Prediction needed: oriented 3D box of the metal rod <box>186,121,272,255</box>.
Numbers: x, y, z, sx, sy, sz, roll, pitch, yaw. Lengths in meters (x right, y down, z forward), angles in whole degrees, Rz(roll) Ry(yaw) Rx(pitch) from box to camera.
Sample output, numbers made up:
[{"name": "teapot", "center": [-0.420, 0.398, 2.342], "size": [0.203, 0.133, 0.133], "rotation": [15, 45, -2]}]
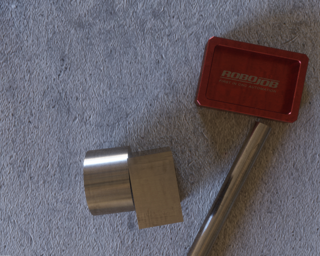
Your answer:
[{"name": "metal rod", "center": [0.070, 0.130, 0.411], "size": [0.025, 0.025, 0.299], "rotation": [27, 90, -1]}]

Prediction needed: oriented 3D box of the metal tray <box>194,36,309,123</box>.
[{"name": "metal tray", "center": [0.119, -0.062, 0.408], "size": [0.131, 0.030, 0.089], "rotation": [11, 90, -1]}]

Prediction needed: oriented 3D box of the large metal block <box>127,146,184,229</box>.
[{"name": "large metal block", "center": [-0.005, 0.068, 0.383], "size": [0.050, 0.080, 0.080], "rotation": [-10, 90, 0]}]

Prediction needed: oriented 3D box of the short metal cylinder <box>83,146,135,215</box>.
[{"name": "short metal cylinder", "center": [-0.059, 0.064, 0.382], "size": [0.050, 0.080, 0.079], "rotation": [-7, 90, 0]}]
